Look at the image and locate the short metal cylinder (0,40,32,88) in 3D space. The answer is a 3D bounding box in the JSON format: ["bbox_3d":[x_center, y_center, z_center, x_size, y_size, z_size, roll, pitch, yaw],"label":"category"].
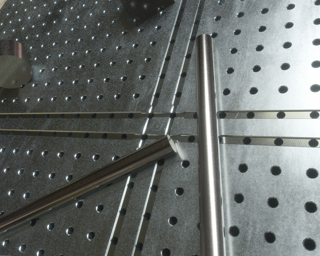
[{"bbox_3d":[-0.294,-0.124,0.604,0.080,0.080,0.050,-30,52,9],"label":"short metal cylinder"}]

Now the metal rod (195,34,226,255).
[{"bbox_3d":[0.058,0.001,0.377,0.025,0.025,0.299,-11,57,22],"label":"metal rod"}]

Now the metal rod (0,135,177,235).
[{"bbox_3d":[-0.117,0.085,0.417,0.300,0.025,0.025,-26,53,11],"label":"metal rod"}]

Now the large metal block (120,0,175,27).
[{"bbox_3d":[-0.030,-0.244,0.558,0.080,0.050,0.080,-29,52,10],"label":"large metal block"}]
